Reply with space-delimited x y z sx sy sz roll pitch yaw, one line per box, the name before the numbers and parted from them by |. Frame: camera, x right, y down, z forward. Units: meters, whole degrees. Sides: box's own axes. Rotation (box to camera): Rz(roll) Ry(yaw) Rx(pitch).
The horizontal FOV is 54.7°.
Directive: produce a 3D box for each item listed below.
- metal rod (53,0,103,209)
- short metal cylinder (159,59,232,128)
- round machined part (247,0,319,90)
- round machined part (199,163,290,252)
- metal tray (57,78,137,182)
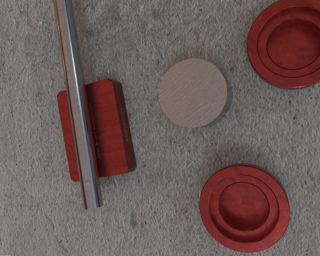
metal rod | -0.111 -0.044 0.414 0.025 0.025 0.298 -11 86 19
short metal cylinder | 0.045 -0.040 0.379 0.080 0.050 0.079 0 90 19
round machined part | 0.150 -0.091 0.347 0.098 0.042 0.097 0 90 19
round machined part | 0.099 0.090 0.365 0.098 0.042 0.097 0 90 19
metal tray | -0.090 0.004 0.437 0.090 0.030 0.129 -12 86 19
